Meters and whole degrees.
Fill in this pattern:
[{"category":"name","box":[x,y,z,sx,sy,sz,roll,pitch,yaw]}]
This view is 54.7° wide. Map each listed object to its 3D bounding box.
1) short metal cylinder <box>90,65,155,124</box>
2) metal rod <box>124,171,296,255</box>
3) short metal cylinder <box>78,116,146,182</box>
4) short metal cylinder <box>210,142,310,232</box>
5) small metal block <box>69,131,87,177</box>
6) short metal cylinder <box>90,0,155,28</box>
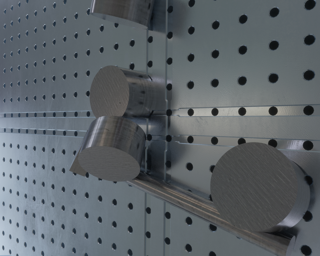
[{"category":"short metal cylinder","box":[-0.054,-0.045,0.437,0.080,0.050,0.079,0,90,40]},{"category":"metal rod","box":[0.015,0.085,0.396,0.300,0.025,0.025,16,100,38]},{"category":"short metal cylinder","box":[-0.062,0.029,0.413,0.080,0.080,0.050,-29,37,36]},{"category":"short metal cylinder","box":[0.096,0.059,0.300,0.080,0.050,0.080,-14,65,32]},{"category":"small metal block","box":[-0.117,0.039,0.488,0.050,0.025,0.050,-58,16,24]},{"category":"short metal cylinder","box":[-0.049,-0.168,0.414,0.080,0.081,0.050,22,104,38]}]
